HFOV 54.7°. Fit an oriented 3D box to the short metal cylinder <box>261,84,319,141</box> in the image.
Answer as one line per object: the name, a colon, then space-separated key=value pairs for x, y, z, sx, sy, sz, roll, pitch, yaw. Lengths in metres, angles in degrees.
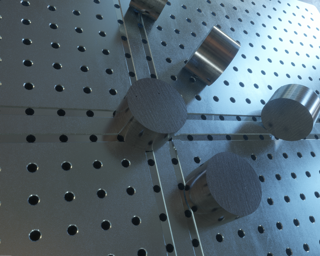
short metal cylinder: x=0.214 y=-0.025 z=0.507 sx=0.080 sy=0.080 sz=0.050 roll=45 pitch=51 yaw=2

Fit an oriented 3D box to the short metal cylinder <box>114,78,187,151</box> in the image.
short metal cylinder: x=-0.013 y=-0.017 z=0.397 sx=0.081 sy=0.050 sz=0.080 roll=14 pitch=56 yaw=-21

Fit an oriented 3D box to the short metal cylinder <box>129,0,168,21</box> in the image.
short metal cylinder: x=-0.010 y=-0.224 z=0.506 sx=0.050 sy=0.080 sz=0.080 roll=27 pitch=52 yaw=-12

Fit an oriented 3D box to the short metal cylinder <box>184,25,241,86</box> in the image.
short metal cylinder: x=0.081 y=-0.113 z=0.488 sx=0.050 sy=0.080 sz=0.080 roll=36 pitch=51 yaw=-5

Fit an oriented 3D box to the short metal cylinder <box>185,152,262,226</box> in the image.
short metal cylinder: x=0.079 y=0.077 z=0.390 sx=0.081 sy=0.050 sz=0.080 roll=14 pitch=56 yaw=-21
